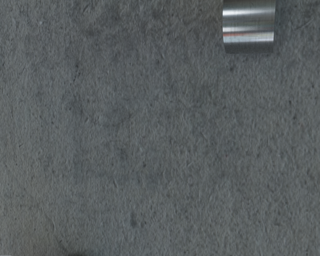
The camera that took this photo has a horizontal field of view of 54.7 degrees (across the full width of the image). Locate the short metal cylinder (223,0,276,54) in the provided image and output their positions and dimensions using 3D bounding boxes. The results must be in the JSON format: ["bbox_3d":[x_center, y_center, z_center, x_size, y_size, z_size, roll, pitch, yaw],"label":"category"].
[{"bbox_3d":[0.101,-0.123,0.344,0.050,0.080,0.079,4,91,20],"label":"short metal cylinder"}]
